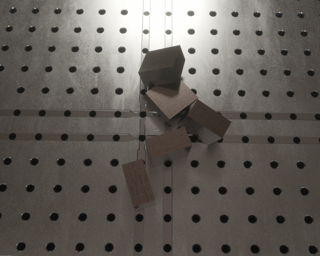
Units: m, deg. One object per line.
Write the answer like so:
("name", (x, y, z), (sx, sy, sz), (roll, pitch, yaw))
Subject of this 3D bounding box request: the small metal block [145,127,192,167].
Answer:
("small metal block", (0.010, 0.025, 0.389), (0.050, 0.050, 0.025), (-18, 71, -7))

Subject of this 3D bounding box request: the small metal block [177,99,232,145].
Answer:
("small metal block", (0.055, -0.006, 0.396), (0.050, 0.050, 0.025), (34, 73, -3))

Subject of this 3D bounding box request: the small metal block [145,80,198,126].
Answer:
("small metal block", (0.016, -0.040, 0.427), (0.050, 0.025, 0.050), (-38, 75, -13))

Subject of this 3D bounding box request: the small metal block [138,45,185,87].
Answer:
("small metal block", (0.004, -0.085, 0.424), (0.050, 0.025, 0.050), (-6, 44, 23))

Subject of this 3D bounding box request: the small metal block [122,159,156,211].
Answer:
("small metal block", (-0.025, 0.070, 0.373), (0.025, 0.050, 0.050), (-17, 71, -6))
